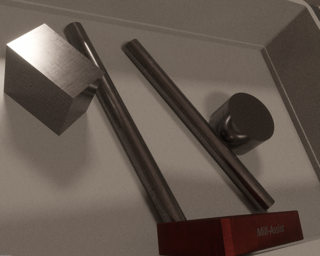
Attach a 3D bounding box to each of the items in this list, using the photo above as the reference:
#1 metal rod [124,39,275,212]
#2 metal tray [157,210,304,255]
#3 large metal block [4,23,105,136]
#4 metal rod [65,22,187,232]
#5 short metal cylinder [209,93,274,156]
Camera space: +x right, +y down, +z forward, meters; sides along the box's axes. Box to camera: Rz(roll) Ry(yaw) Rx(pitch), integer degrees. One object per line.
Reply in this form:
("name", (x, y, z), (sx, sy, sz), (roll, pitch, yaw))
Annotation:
("metal rod", (0.051, -0.008, 0.439), (0.025, 0.025, 0.300), (-34, 81, -38))
("metal tray", (0.073, 0.107, 0.318), (0.131, 0.090, 0.030), (9, 68, -41))
("large metal block", (-0.118, -0.050, 0.338), (0.080, 0.080, 0.050), (39, 51, -2))
("metal rod", (-0.048, -0.011, 0.387), (0.025, 0.025, 0.299), (-18, 72, -35))
("short metal cylinder", (0.120, -0.006, 0.460), (0.081, 0.050, 0.080), (14, 56, -21))
